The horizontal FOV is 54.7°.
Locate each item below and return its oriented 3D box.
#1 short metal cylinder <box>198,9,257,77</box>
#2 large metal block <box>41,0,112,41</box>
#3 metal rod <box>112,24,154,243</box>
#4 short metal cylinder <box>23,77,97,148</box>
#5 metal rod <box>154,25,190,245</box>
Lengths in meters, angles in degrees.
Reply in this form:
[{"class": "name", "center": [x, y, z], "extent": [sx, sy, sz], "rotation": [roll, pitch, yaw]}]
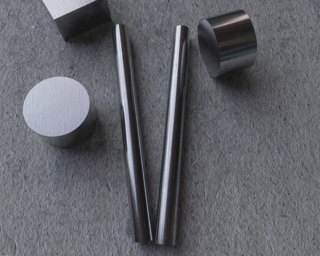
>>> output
[{"class": "short metal cylinder", "center": [0.089, -0.115, 0.422], "extent": [0.050, 0.080, 0.080], "rotation": [-17, 71, -6]}, {"class": "large metal block", "center": [-0.131, -0.191, 0.464], "extent": [0.080, 0.050, 0.080], "rotation": [-30, 73, -10]}, {"class": "metal rod", "center": [-0.039, -0.007, 0.410], "extent": [0.025, 0.025, 0.299], "rotation": [-7, 70, -3]}, {"class": "short metal cylinder", "center": [-0.126, -0.019, 0.401], "extent": [0.081, 0.050, 0.080], "rotation": [0, 70, 0]}, {"class": "metal rod", "center": [0.019, -0.005, 0.410], "extent": [0.025, 0.025, 0.299], "rotation": [5, 70, 2]}]
